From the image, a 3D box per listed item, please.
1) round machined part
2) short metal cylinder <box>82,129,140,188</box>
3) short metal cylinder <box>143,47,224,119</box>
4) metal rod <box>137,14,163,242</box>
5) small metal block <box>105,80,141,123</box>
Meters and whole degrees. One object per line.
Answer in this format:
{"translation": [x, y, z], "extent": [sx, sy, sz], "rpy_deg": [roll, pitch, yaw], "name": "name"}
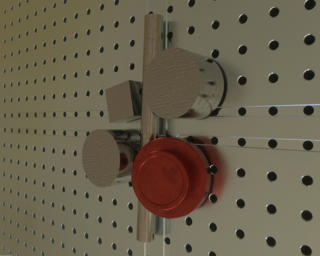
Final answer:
{"translation": [0.008, 0.060, 0.371], "extent": [0.098, 0.042, 0.097], "rpy_deg": [0, 89, 24], "name": "round machined part"}
{"translation": [-0.066, 0.041, 0.442], "extent": [0.080, 0.050, 0.079], "rpy_deg": [0, 90, 40], "name": "short metal cylinder"}
{"translation": [0.027, -0.050, 0.365], "extent": [0.080, 0.050, 0.079], "rpy_deg": [0, 90, 40], "name": "short metal cylinder"}
{"translation": [-0.014, 0.001, 0.415], "extent": [0.025, 0.025, 0.298], "rpy_deg": [4, 92, 40], "name": "metal rod"}
{"translation": [-0.050, -0.037, 0.445], "extent": [0.050, 0.025, 0.050], "rpy_deg": [-14, 81, 39], "name": "small metal block"}
